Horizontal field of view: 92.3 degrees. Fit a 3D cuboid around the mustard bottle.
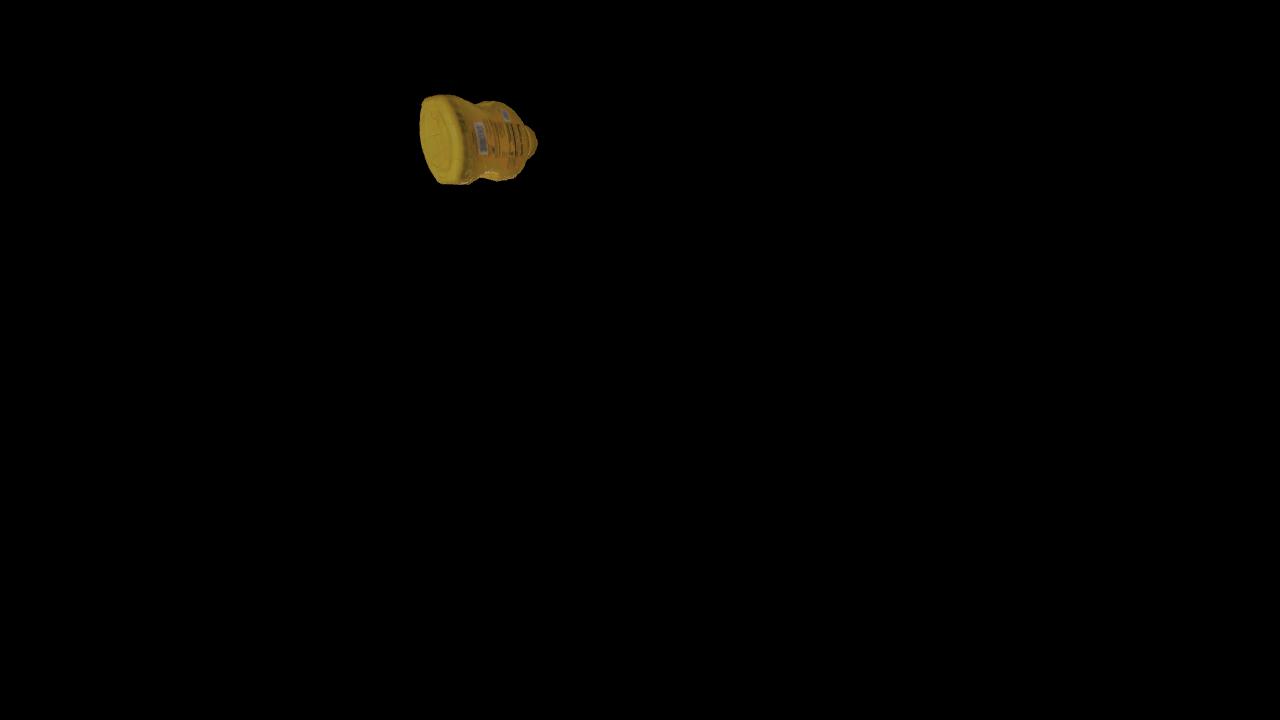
[{"bbox_3d":[-0.173,-0.254,0.717,0.054,0.092,0.184,-5,16,25],"label":"mustard bottle"}]
